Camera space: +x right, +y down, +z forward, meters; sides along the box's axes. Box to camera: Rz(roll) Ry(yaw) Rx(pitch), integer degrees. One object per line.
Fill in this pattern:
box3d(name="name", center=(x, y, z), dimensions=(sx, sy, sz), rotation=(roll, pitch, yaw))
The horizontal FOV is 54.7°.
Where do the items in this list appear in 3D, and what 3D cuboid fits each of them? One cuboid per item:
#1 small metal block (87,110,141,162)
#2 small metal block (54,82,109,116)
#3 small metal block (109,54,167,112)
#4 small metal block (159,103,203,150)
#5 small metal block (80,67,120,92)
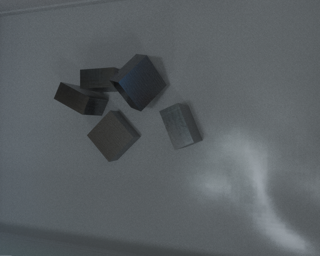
box3d(name="small metal block", center=(-0.064, 0.011, 0.432), dimensions=(0.050, 0.025, 0.050), rotation=(-45, 77, 14))
box3d(name="small metal block", center=(-0.109, -0.040, 0.434), dimensions=(0.050, 0.050, 0.025), rotation=(28, 99, 17))
box3d(name="small metal block", center=(-0.027, -0.058, 0.394), dimensions=(0.050, 0.050, 0.025), rotation=(-47, 36, -15))
box3d(name="small metal block", center=(0.027, -0.002, 0.387), dimensions=(0.025, 0.050, 0.050), rotation=(-24, 82, 18))
box3d(name="small metal block", center=(-0.073, -0.064, 0.422), dimensions=(0.050, 0.050, 0.025), rotation=(0, 90, 19))
